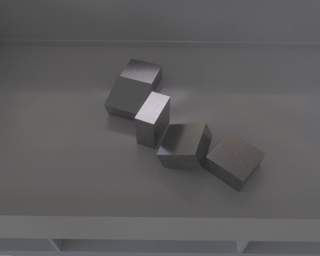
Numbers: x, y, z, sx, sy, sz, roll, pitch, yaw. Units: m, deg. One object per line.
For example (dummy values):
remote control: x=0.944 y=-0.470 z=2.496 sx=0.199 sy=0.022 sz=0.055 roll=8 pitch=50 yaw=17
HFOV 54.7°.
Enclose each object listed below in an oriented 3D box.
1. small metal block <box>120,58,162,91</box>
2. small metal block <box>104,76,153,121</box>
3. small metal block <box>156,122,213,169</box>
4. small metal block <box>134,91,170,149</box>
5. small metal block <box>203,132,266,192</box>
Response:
small metal block: x=-0.029 y=-0.075 z=0.468 sx=0.050 sy=0.025 sz=0.050 roll=15 pitch=51 yaw=12
small metal block: x=-0.042 y=-0.040 z=0.431 sx=0.050 sy=0.025 sz=0.050 roll=15 pitch=66 yaw=12
small metal block: x=0.031 y=0.021 z=0.375 sx=0.050 sy=0.025 sz=0.050 roll=-3 pitch=45 yaw=31
small metal block: x=-0.009 y=-0.010 z=0.397 sx=0.025 sy=0.050 sz=0.050 roll=18 pitch=53 yaw=15
small metal block: x=0.089 y=0.040 z=0.372 sx=0.050 sy=0.025 sz=0.050 roll=34 pitch=57 yaw=25
